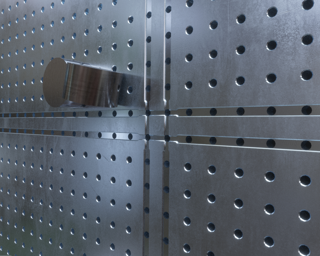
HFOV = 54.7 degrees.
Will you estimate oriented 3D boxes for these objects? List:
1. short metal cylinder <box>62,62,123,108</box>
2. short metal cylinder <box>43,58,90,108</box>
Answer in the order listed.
[{"bbox_3d":[-0.098,-0.063,0.452,0.080,0.081,0.050,19,102,38],"label":"short metal cylinder"},{"bbox_3d":[-0.150,-0.073,0.514,0.080,0.050,0.079,0,90,40],"label":"short metal cylinder"}]
